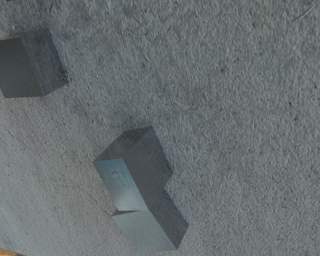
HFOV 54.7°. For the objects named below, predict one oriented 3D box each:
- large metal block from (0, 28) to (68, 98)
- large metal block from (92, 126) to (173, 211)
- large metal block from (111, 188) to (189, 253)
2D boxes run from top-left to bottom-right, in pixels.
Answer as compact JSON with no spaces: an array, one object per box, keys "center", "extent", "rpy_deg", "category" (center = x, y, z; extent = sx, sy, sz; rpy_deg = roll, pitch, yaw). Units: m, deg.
[{"center":[-0.189,-0.090,0.435],"extent":[0.080,0.050,0.080],"rpy_deg":[1,119,28],"category":"large metal block"},{"center":[-0.033,0.055,0.423],"extent":[0.050,0.080,0.080],"rpy_deg":[-11,113,33],"category":"large metal block"},{"center":[-0.015,0.147,0.490],"extent":[0.080,0.050,0.080],"rpy_deg":[-22,107,36],"category":"large metal block"}]
